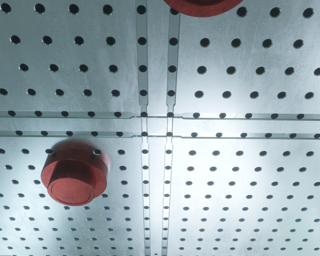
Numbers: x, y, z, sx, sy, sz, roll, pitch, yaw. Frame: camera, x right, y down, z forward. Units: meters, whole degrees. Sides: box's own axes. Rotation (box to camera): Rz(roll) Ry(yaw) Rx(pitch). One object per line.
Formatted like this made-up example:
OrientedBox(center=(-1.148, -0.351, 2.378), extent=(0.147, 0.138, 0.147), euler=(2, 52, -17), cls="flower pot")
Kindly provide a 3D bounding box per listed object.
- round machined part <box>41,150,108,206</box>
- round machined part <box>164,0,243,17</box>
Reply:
OrientedBox(center=(-0.130, 0.081, 0.468), extent=(0.099, 0.042, 0.097), euler=(0, 130, 0), cls="round machined part")
OrientedBox(center=(0.039, -0.152, 0.271), extent=(0.099, 0.042, 0.097), euler=(0, 130, 0), cls="round machined part")
